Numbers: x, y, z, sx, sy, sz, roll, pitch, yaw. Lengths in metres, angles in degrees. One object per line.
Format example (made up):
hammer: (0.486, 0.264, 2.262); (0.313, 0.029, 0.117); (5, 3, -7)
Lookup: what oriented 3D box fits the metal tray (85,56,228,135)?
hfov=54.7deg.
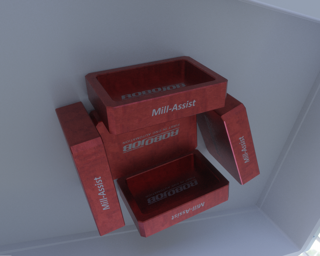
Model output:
metal tray: (-0.005, -0.041, 0.337); (0.131, 0.090, 0.030); (-15, 125, -21)

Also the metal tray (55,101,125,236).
metal tray: (-0.078, 0.046, 0.351); (0.030, 0.090, 0.129); (-20, 126, -17)

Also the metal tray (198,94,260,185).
metal tray: (0.085, 0.006, 0.417); (0.030, 0.090, 0.130); (-31, 129, -8)

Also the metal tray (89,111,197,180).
metal tray: (-0.017, 0.005, 0.398); (0.131, 0.030, 0.089); (-18, 126, -18)

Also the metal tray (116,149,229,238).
metal tray: (0.017, 0.084, 0.427); (0.131, 0.090, 0.030); (-19, 126, -18)
